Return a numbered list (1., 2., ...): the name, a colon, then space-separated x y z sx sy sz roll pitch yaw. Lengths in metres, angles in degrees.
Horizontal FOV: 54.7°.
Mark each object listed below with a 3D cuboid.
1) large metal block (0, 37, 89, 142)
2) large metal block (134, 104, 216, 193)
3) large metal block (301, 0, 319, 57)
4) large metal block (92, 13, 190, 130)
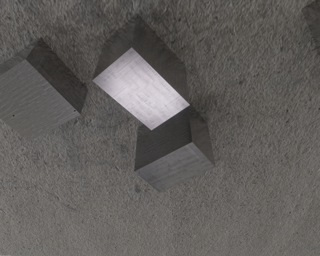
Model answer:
1. large metal block: -0.144 -0.041 0.354 0.080 0.050 0.080 -25 126 19
2. large metal block: 0.017 0.022 0.390 0.080 0.080 0.050 -29 124 22
3. large metal block: 0.202 -0.099 0.308 0.080 0.050 0.080 -27 125 21
4. large metal block: -0.016 -0.058 0.321 0.050 0.080 0.080 -34 123 25
